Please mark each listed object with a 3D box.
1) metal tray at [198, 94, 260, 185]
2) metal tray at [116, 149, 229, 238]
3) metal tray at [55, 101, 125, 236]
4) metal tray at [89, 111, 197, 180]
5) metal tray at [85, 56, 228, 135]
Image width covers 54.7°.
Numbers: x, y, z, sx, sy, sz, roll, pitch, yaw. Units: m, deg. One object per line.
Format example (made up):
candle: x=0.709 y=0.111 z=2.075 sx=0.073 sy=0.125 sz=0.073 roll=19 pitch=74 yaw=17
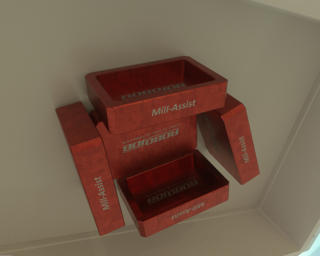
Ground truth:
metal tray: x=0.085 y=0.006 z=0.417 sx=0.030 sy=0.090 sz=0.130 roll=-31 pitch=129 yaw=-8
metal tray: x=0.017 y=0.084 z=0.427 sx=0.131 sy=0.090 sz=0.030 roll=-19 pitch=126 yaw=-18
metal tray: x=-0.078 y=0.046 z=0.351 sx=0.030 sy=0.090 sz=0.129 roll=-20 pitch=126 yaw=-17
metal tray: x=-0.017 y=0.005 z=0.398 sx=0.131 sy=0.030 sz=0.089 roll=-18 pitch=126 yaw=-18
metal tray: x=-0.005 y=-0.041 z=0.337 sx=0.131 sy=0.090 sz=0.030 roll=-15 pitch=125 yaw=-21
